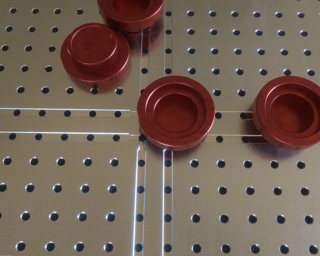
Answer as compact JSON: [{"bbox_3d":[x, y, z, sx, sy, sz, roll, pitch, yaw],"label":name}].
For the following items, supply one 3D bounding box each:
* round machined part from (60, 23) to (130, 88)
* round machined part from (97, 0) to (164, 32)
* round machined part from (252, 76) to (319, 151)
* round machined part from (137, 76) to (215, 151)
[{"bbox_3d":[-0.093,-0.109,0.442,0.099,0.042,0.098,0,70,-1],"label":"round machined part"},{"bbox_3d":[-0.043,-0.186,0.469,0.099,0.042,0.098,1,68,-1],"label":"round machined part"},{"bbox_3d":[0.171,-0.017,0.411,0.099,0.042,0.098,0,70,-1],"label":"round machined part"},{"bbox_3d":[0.020,-0.016,0.409,0.099,0.042,0.098,0,70,0],"label":"round machined part"}]
